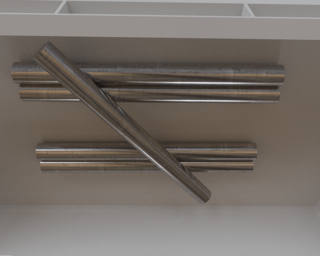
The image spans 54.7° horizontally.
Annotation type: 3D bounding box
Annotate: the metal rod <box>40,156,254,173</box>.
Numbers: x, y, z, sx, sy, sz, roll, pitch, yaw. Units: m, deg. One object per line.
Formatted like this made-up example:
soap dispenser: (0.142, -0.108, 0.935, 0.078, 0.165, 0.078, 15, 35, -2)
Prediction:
metal rod: (-0.018, 0.052, 0.451, 0.302, 0.025, 0.025, 0, 130, -1)

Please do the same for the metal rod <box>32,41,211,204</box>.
metal rod: (-0.026, 0.012, 0.385, 0.025, 0.025, 0.300, -31, 124, 23)

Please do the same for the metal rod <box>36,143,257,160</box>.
metal rod: (-0.018, 0.033, 0.434, 0.302, 0.025, 0.025, 0, 130, -1)

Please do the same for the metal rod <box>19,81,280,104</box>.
metal rod: (-0.011, -0.043, 0.370, 0.302, 0.025, 0.025, 0, 130, -1)

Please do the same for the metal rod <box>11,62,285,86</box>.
metal rod: (-0.012, -0.062, 0.354, 0.302, 0.025, 0.025, 0, 130, -1)
